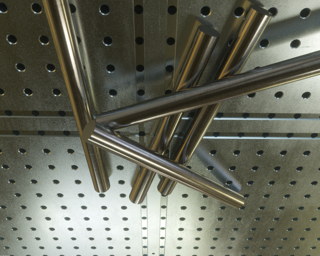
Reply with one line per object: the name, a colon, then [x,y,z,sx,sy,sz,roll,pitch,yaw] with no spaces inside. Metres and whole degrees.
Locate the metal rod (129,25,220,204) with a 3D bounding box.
metal rod: [0.007,0.006,0.417,0.025,0.025,0.298,13,129,-12]

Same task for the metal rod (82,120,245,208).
metal rod: [0.026,0.063,0.429,0.025,0.025,0.301,-38,132,27]

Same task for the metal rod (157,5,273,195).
metal rod: [0.055,-0.011,0.403,0.025,0.025,0.298,14,129,-12]

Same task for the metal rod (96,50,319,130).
metal rod: [0.071,-0.043,0.341,0.301,0.025,0.025,-15,129,12]

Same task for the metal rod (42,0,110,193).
metal rod: [-0.097,-0.021,0.392,0.025,0.025,0.298,-2,130,1]
